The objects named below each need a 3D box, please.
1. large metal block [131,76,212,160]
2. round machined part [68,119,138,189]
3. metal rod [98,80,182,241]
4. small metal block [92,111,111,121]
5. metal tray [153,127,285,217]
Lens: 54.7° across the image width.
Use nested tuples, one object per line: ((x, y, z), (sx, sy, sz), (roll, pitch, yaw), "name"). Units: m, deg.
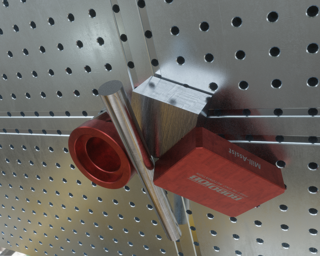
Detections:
((0.010, -0.008, 0.381), (0.080, 0.050, 0.079), (21, 126, 15), "large metal block")
((-0.071, 0.031, 0.417), (0.098, 0.042, 0.097), (15, 126, 22), "round machined part")
((-0.013, 0.066, 0.403), (0.025, 0.025, 0.299), (6, 137, 25), "metal rod")
((-0.072, 0.000, 0.445), (0.050, 0.025, 0.050), (-24, 106, 36), "small metal block")
((0.069, 0.058, 0.370), (0.131, 0.030, 0.090), (27, 133, -21), "metal tray")
